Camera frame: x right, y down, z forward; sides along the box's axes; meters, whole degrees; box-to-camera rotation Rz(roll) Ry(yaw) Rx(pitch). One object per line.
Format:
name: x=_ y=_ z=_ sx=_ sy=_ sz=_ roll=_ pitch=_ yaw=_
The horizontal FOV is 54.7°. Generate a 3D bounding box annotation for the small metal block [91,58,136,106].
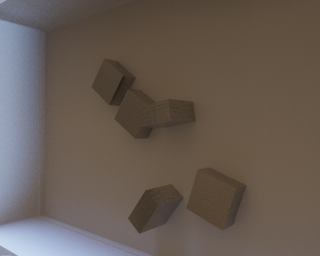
small metal block: x=-0.070 y=-0.068 z=0.462 sx=0.050 sy=0.025 sz=0.050 roll=43 pitch=116 yaw=31

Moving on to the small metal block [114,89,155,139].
small metal block: x=-0.031 y=-0.020 z=0.430 sx=0.050 sy=0.025 sz=0.050 roll=41 pitch=114 yaw=32

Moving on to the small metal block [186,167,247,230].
small metal block: x=0.063 y=0.079 z=0.353 sx=0.050 sy=0.025 sz=0.050 roll=24 pitch=105 yaw=37

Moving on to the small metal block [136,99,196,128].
small metal block: x=0.008 y=-0.017 z=0.382 sx=0.050 sy=0.050 sz=0.025 roll=-12 pitch=83 yaw=39

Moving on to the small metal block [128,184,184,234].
small metal block: x=-0.005 y=0.102 z=0.393 sx=0.025 sy=0.050 sz=0.050 roll=45 pitch=117 yaw=30
